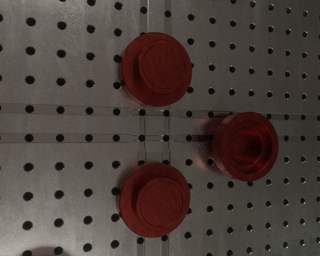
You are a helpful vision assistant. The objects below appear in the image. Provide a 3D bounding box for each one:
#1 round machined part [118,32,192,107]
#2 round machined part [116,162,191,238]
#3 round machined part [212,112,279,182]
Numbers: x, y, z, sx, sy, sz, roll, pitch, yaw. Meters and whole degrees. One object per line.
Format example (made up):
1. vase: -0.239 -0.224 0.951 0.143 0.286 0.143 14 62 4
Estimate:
1. round machined part: -0.002 -0.077 0.404 0.099 0.042 0.097 0 90 -21
2. round machined part: -0.004 0.094 0.403 0.099 0.042 0.097 0 90 -21
3. round machined part: 0.118 0.026 0.449 0.099 0.042 0.097 0 90 -21
